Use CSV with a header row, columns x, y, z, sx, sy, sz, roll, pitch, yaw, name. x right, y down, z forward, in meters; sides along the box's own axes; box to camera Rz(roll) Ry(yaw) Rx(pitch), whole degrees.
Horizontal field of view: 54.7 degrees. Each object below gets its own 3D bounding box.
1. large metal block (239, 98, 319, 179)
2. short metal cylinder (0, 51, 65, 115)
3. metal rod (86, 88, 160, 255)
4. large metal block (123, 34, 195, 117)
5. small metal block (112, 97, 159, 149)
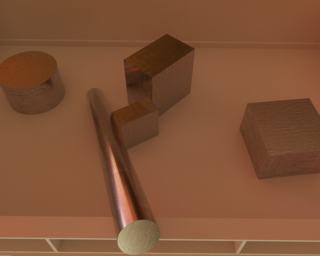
x,y,z,sx,sy,sz,roll,pitch,yaw,name
0.153,0.012,0.381,0.081,0.050,0.080,-5,50,-5,large metal block
-0.182,-0.065,0.441,0.081,0.050,0.080,0,50,0,short metal cylinder
-0.052,0.009,0.311,0.025,0.025,0.300,-13,25,-11,metal rod
0.000,-0.069,0.428,0.050,0.080,0.080,36,59,26,large metal block
-0.030,-0.005,0.393,0.050,0.050,0.025,-25,55,-20,small metal block
